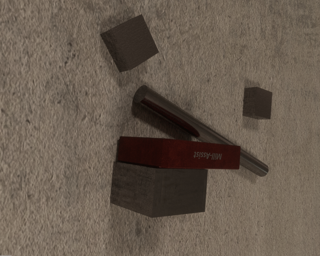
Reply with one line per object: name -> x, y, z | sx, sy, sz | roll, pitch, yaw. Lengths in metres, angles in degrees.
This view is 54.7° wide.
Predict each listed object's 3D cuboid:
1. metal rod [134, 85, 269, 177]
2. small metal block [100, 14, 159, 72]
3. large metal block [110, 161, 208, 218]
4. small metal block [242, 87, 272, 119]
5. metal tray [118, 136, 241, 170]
metal rod -> 0.081, 0.017, 0.475 | 0.301, 0.025, 0.025 | 30, 72, -36
small metal block -> -0.036, -0.103, 0.376 | 0.050, 0.025, 0.050 | -40, 115, -33
large metal block -> -0.002, 0.070, 0.370 | 0.081, 0.080, 0.050 | 8, 85, -40
small metal block -> 0.175, -0.043, 0.555 | 0.050, 0.025, 0.050 | 9, 84, -40
metal tray -> 0.026, 0.031, 0.386 | 0.131, 0.090, 0.030 | 7, 86, -40
